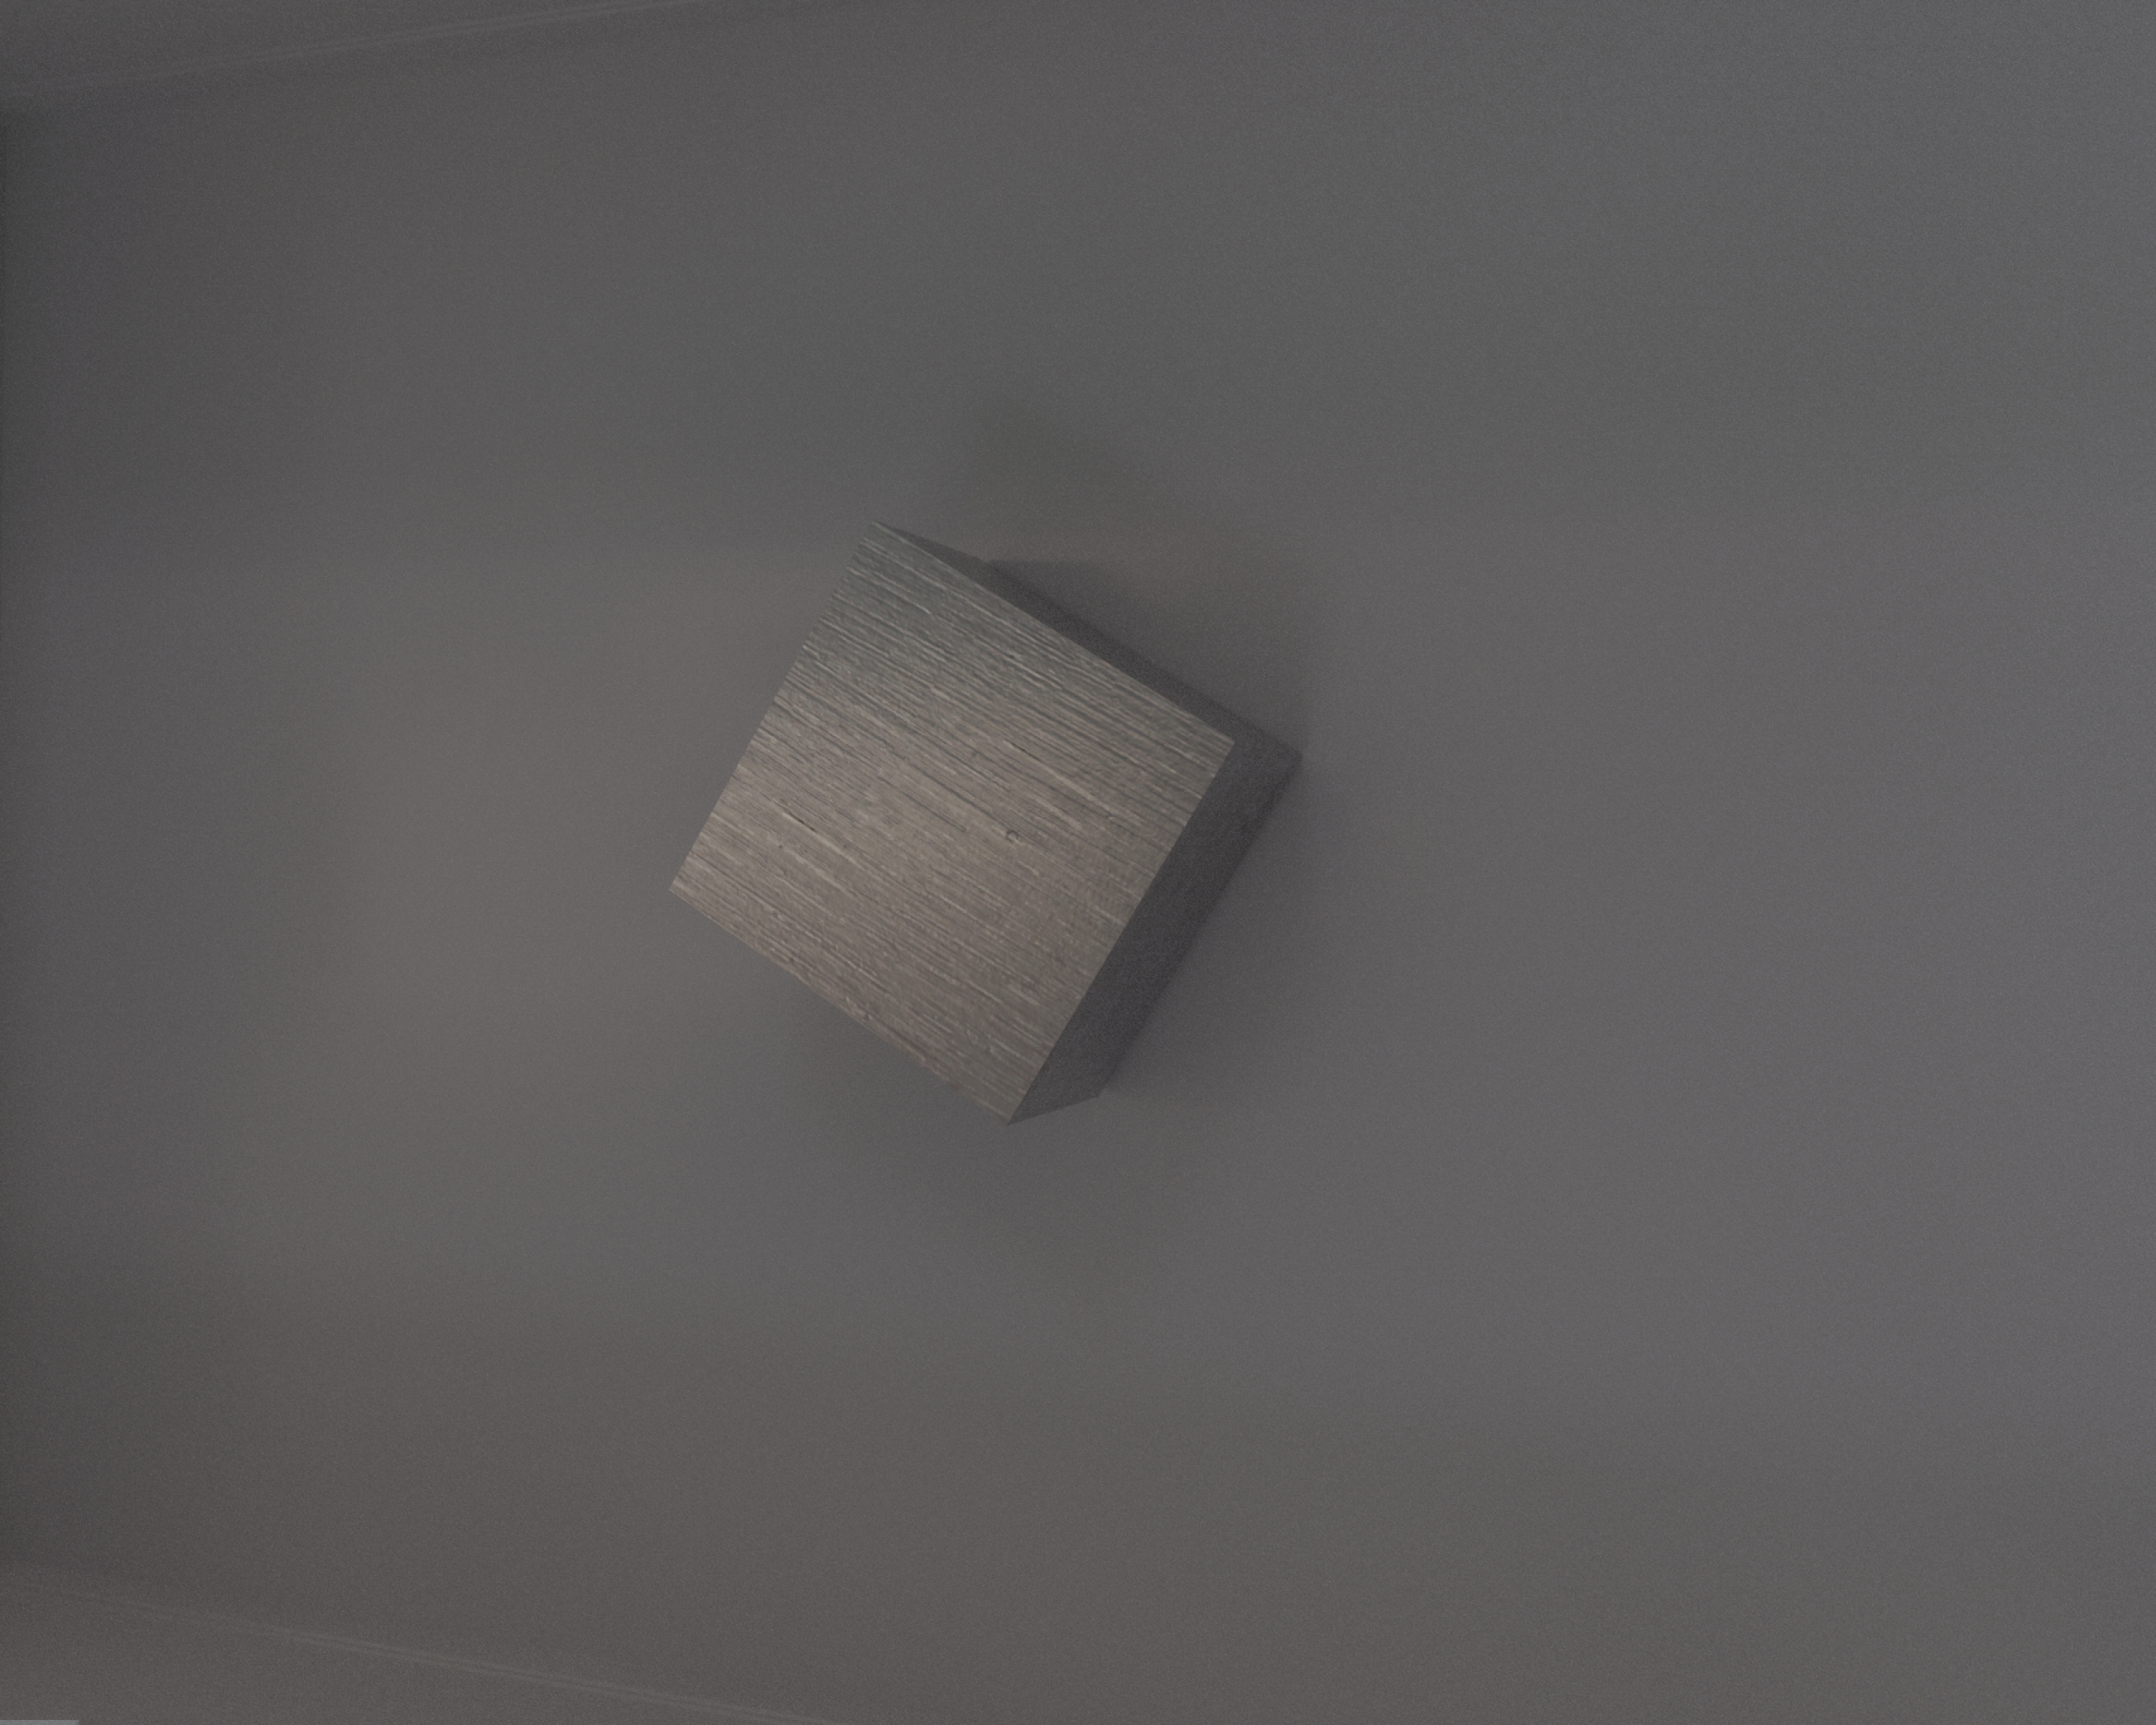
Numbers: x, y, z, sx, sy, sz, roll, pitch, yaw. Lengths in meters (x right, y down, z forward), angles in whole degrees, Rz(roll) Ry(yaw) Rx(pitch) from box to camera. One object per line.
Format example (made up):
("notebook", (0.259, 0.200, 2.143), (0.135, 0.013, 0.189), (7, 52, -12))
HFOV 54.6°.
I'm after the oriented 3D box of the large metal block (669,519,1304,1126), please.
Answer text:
("large metal block", (-0.017, -0.008, 0.400), (0.080, 0.050, 0.080), (33, 100, 16))
